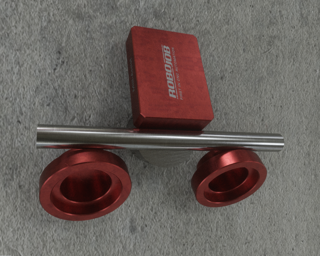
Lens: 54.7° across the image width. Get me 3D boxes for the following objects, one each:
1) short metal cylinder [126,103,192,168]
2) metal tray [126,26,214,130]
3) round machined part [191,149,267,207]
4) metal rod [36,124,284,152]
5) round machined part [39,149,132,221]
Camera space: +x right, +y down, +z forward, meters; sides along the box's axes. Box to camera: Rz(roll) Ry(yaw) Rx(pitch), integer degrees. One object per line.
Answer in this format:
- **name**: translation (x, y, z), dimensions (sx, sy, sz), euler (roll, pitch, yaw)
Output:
- **short metal cylinder**: translation (0.001, 0.008, 0.399), dimensions (0.081, 0.050, 0.079), euler (0, 90, -21)
- **metal tray**: translation (0.009, -0.062, 0.383), dimensions (0.091, 0.030, 0.130), euler (2, 63, -20)
- **round machined part**: translation (0.088, 0.061, 0.417), dimensions (0.099, 0.042, 0.097), euler (-10, 136, -10)
- **metal rod**: translation (0.017, 0.014, 0.365), dimensions (0.303, 0.025, 0.025), euler (2, 89, -21)
- **round machined part**: translation (-0.085, 0.059, 0.353), dimensions (0.099, 0.042, 0.097), euler (-11, 132, -12)
